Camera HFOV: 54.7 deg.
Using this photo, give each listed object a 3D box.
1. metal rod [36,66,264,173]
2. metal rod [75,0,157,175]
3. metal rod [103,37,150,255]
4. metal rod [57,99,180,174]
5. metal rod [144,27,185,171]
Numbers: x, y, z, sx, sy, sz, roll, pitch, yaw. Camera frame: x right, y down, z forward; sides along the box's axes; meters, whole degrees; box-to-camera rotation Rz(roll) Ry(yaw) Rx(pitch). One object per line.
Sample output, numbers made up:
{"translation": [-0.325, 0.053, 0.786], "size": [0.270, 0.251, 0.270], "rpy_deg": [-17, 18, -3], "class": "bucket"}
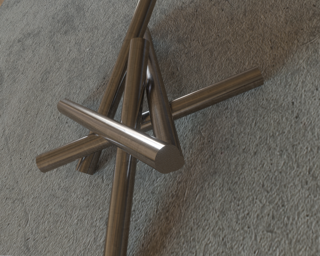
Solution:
{"translation": [-0.017, -0.008, 0.394], "size": [0.301, 0.025, 0.025], "rpy_deg": [-22, 53, 6], "class": "metal rod"}
{"translation": [-0.056, -0.079, 0.446], "size": [0.025, 0.025, 0.299], "rpy_deg": [12, 79, 33], "class": "metal rod"}
{"translation": [-0.039, 0.035, 0.360], "size": [0.025, 0.025, 0.299], "rpy_deg": [-2, 74, 27], "class": "metal rod"}
{"translation": [-0.073, -0.005, 0.377], "size": [0.025, 0.025, 0.300], "rpy_deg": [-54, 33, -10], "class": "metal rod"}
{"translation": [-0.009, -0.064, 0.408], "size": [0.025, 0.025, 0.300], "rpy_deg": [-26, 40, 12], "class": "metal rod"}
